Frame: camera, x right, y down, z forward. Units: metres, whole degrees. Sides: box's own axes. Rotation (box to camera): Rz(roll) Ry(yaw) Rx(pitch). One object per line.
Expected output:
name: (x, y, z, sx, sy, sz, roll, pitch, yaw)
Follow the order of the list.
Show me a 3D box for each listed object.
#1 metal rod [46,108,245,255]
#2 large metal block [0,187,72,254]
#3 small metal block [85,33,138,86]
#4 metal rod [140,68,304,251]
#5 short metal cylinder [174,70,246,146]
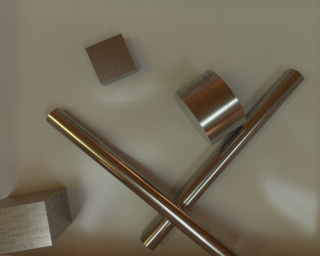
metal rod: (-0.023, 0.074, 0.392, 0.300, 0.025, 0.025, 38, 90, 7)
large metal block: (-0.163, 0.112, 0.382, 0.080, 0.080, 0.050, -10, 90, 0)
small metal block: (-0.063, -0.089, 0.411, 0.050, 0.025, 0.050, -23, 90, -1)
metal rod: (0.082, 0.041, 0.412, 0.025, 0.025, 0.300, 42, 90, -1)
short metal cylinder: (0.061, -0.025, 0.385, 0.050, 0.080, 0.080, -35, 90, 0)
